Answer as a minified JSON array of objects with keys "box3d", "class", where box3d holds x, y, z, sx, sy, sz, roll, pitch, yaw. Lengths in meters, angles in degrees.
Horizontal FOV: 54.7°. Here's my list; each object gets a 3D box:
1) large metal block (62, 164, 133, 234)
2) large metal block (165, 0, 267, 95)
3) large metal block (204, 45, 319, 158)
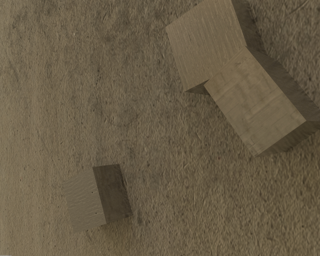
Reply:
[{"box3d":[-0.096,0.106,0.468,0.080,0.050,0.080,-28,73,36],"class":"large metal block"},{"box3d":[0.062,-0.090,0.338,0.080,0.050,0.080,-24,75,37],"class":"large metal block"},{"box3d":[0.100,-0.022,0.287,0.050,0.081,0.080,-45,63,31],"class":"large metal block"}]
